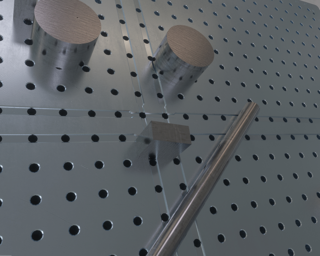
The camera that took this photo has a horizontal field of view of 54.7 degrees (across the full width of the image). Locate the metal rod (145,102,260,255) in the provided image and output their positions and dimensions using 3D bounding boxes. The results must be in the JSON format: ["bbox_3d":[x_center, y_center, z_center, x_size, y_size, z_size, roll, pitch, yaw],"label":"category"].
[{"bbox_3d":[0.073,0.054,0.414,0.025,0.025,0.301,42,51,0],"label":"metal rod"}]

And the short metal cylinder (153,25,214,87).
[{"bbox_3d":[0.036,-0.111,0.480,0.081,0.050,0.080,14,56,-21],"label":"short metal cylinder"}]

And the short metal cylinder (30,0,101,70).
[{"bbox_3d":[-0.122,-0.123,0.402,0.081,0.050,0.080,14,56,-21],"label":"short metal cylinder"}]

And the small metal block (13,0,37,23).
[{"bbox_3d":[-0.174,-0.177,0.407,0.025,0.050,0.050,10,58,-23],"label":"small metal block"}]

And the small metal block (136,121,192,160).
[{"bbox_3d":[0.003,0.017,0.384,0.050,0.050,0.025,8,59,-24],"label":"small metal block"}]
